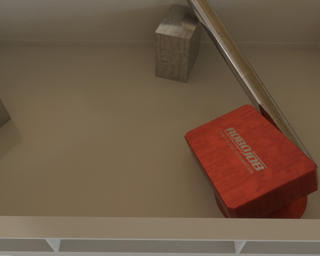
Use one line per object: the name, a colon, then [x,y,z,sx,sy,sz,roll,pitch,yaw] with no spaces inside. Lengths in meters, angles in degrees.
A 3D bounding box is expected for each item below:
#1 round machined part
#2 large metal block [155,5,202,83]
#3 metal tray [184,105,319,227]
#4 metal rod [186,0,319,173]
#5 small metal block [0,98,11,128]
round machined part: [0.112,0.064,0.342,0.099,0.042,0.098,0,50,0]
large metal block: [0.030,-0.130,0.479,0.050,0.080,0.080,15,52,12]
metal tray: [0.091,0.032,0.336,0.090,0.030,0.130,-25,35,-1]
metal rod: [0.110,-0.075,0.410,0.025,0.025,0.299,-21,72,-17]
small metal block: [-0.229,-0.017,0.400,0.025,0.050,0.050,24,54,18]
